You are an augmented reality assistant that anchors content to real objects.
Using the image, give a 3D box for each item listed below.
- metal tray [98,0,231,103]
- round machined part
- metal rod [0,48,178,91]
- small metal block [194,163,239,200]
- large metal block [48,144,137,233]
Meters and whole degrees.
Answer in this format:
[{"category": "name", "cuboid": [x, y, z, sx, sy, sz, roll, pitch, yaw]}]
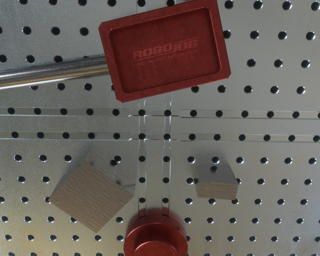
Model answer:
[{"category": "metal tray", "cuboid": [0.006, -0.086, 0.352, 0.131, 0.030, 0.089, -13, 99, 3]}, {"category": "round machined part", "cuboid": [-0.006, 0.186, 0.473, 0.099, 0.042, 0.097, 0, 110, -1]}, {"category": "metal rod", "cuboid": [-0.129, -0.069, 0.386, 0.302, 0.025, 0.025, -8, 110, 2]}, {"category": "small metal block", "cuboid": [0.076, 0.073, 0.428, 0.050, 0.050, 0.025, 5, 110, -2]}, {"category": "large metal block", "cuboid": [-0.091, 0.084, 0.430, 0.080, 0.050, 0.080, 40, 105, -14]}]
